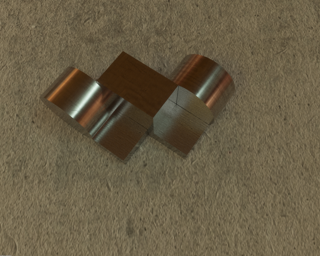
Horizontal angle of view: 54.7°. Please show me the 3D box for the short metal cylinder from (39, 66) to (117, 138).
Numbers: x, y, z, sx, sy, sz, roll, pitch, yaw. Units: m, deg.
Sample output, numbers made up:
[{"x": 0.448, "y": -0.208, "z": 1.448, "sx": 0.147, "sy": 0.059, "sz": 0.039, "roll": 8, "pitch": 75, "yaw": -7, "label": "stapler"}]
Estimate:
[{"x": -0.102, "y": -0.031, "z": 0.391, "sx": 0.080, "sy": 0.080, "sz": 0.050, "roll": 33, "pitch": 74, "yaw": 11, "label": "short metal cylinder"}]

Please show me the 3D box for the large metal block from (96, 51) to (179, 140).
[{"x": -0.026, "y": -0.039, "z": 0.395, "sx": 0.080, "sy": 0.080, "sz": 0.050, "roll": 33, "pitch": 73, "yaw": 11, "label": "large metal block"}]

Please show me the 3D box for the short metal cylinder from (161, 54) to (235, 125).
[{"x": 0.048, "y": -0.048, "z": 0.398, "sx": 0.080, "sy": 0.080, "sz": 0.050, "roll": 34, "pitch": 74, "yaw": 11, "label": "short metal cylinder"}]

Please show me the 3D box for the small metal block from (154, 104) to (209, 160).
[{"x": 0.027, "y": 0.005, "z": 0.408, "sx": 0.050, "sy": 0.025, "sz": 0.050, "roll": 34, "pitch": 73, "yaw": 11, "label": "small metal block"}]

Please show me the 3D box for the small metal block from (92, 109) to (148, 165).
[{"x": -0.051, "y": 0.012, "z": 0.405, "sx": 0.050, "sy": 0.025, "sz": 0.050, "roll": 34, "pitch": 73, "yaw": 11, "label": "small metal block"}]
